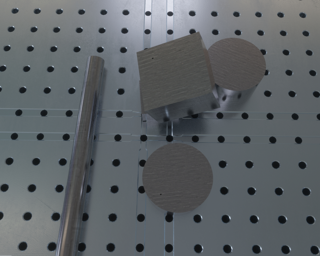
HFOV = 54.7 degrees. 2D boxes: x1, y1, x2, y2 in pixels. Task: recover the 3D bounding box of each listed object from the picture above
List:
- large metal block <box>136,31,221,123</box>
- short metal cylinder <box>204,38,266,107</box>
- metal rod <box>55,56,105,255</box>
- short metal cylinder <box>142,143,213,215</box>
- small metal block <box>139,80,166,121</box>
[{"bbox_3d":[0.023,-0.059,0.381,0.080,0.050,0.080,-14,70,16],"label":"large metal block"},{"bbox_3d":[0.098,-0.076,0.427,0.081,0.050,0.080,0,70,0],"label":"short metal cylinder"},{"bbox_3d":[-0.101,0.043,0.395,0.025,0.025,0.299,3,70,1],"label":"metal rod"},{"bbox_3d":[0.020,0.064,0.375,0.081,0.050,0.080,0,70,0],"label":"short metal cylinder"},{"bbox_3d":[-0.001,-0.039,0.426,0.050,0.025,0.050,-5,70,-2],"label":"small metal block"}]
